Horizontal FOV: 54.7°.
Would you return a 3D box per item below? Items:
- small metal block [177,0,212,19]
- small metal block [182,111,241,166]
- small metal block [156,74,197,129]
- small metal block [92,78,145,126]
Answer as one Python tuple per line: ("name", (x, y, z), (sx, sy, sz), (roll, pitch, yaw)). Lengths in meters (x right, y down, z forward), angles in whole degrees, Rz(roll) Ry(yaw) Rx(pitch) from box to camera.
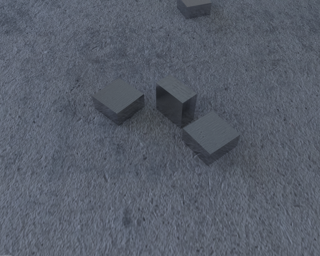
("small metal block", (0.066, -0.241, 0.606), (0.050, 0.025, 0.050), (-15, 52, -12))
("small metal block", (0.064, 0.012, 0.393), (0.050, 0.025, 0.050), (-30, 56, -23))
("small metal block", (0.021, -0.035, 0.417), (0.025, 0.050, 0.050), (-34, 58, -25))
("small metal block", (-0.058, -0.037, 0.434), (0.050, 0.025, 0.050), (35, 58, 25))
